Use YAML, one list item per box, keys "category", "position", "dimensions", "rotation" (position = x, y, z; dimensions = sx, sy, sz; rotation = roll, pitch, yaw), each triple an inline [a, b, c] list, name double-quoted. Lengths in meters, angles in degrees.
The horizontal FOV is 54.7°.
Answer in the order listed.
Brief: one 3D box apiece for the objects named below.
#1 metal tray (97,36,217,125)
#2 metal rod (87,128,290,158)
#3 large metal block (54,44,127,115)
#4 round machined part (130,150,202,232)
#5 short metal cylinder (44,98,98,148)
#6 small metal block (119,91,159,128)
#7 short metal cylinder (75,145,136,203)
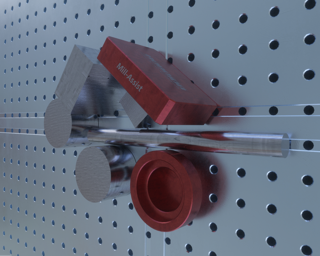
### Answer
- category: "metal tray"
  position: [-0.004, -0.056, 0.370]
  dimensions: [0.130, 0.091, 0.030]
  rotation: [48, 119, 29]
- category: "metal rod"
  position: [0.009, 0.015, 0.402]
  dimensions: [0.300, 0.025, 0.025]
  rotation: [1, 91, 40]
- category: "large metal block"
  position: [-0.093, -0.066, 0.451]
  dimensions: [0.050, 0.081, 0.080]
  rotation: [46, 117, 29]
- category: "round machined part"
  position: [0.012, 0.075, 0.389]
  dimensions: [0.098, 0.042, 0.097]
  rotation: [0, 90, 40]
- category: "short metal cylinder"
  position: [-0.149, -0.008, 0.515]
  dimensions: [0.080, 0.050, 0.080]
  rotation: [0, 90, 40]
- category: "small metal block"
  position: [-0.023, -0.035, 0.429]
  dimensions: [0.050, 0.025, 0.050]
  rotation: [-46, 63, 30]
- category: "short metal cylinder"
  position: [-0.080, 0.066, 0.459]
  dimensions: [0.080, 0.050, 0.080]
  rotation: [0, 90, 40]
